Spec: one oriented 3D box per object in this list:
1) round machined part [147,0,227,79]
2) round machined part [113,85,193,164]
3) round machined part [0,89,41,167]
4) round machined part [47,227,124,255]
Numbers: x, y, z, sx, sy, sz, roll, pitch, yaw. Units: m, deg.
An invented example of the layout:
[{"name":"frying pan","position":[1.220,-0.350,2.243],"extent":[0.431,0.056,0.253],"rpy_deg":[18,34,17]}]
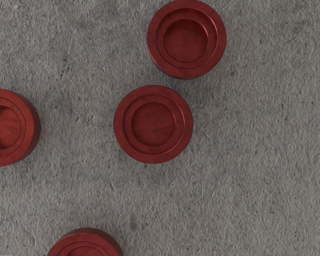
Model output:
[{"name":"round machined part","position":[0.033,-0.111,0.401],"extent":[0.099,0.042,0.097],"rpy_deg":[0,90,0]},{"name":"round machined part","position":[-0.008,-0.004,0.401],"extent":[0.099,0.042,0.097],"rpy_deg":[0,90,0]},{"name":"round machined part","position":[-0.203,0.000,0.400],"extent":[0.099,0.042,0.097],"rpy_deg":[0,90,0]},{"name":"round machined part","position":[-0.094,0.177,0.401],"extent":[0.099,0.042,0.097],"rpy_deg":[0,90,0]}]
